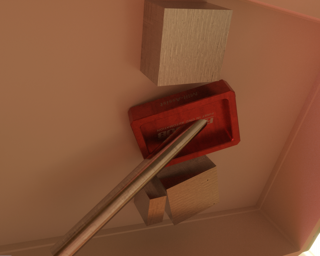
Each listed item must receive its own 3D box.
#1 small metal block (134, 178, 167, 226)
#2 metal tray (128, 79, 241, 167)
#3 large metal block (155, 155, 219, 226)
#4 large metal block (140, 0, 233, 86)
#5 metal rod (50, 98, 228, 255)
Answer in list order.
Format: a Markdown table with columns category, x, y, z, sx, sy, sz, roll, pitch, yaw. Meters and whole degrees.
| category | x | y | z | sx | sy | sz | roll | pitch | yaw |
| --- | --- | --- | --- | --- | --- | --- | --- | --- | --- |
| small metal block | -0.015 | 0.104 | 0.450 | 0.025 | 0.050 | 0.050 | -7 | 122 | -25 |
| metal tray | 0.034 | -0.001 | 0.403 | 0.131 | 0.030 | 0.090 | -18 | 127 | -1 |
| large metal block | 0.040 | 0.088 | 0.471 | 0.081 | 0.050 | 0.080 | -23 | 127 | -15 |
| large metal block | 0.027 | -0.097 | 0.349 | 0.081 | 0.050 | 0.079 | -9 | 122 | -24 |
| metal rod | -0.010 | 0.048 | 0.392 | 0.301 | 0.025 | 0.025 | -43 | 131 | -16 |
